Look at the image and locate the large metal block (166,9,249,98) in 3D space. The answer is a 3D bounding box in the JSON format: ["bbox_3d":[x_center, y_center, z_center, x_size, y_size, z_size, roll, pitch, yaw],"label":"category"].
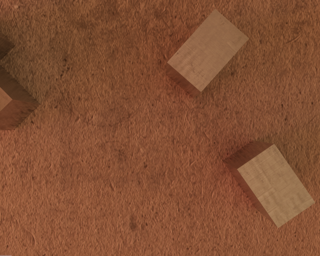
[{"bbox_3d":[0.053,-0.086,0.383,0.050,0.080,0.080,42,90,0],"label":"large metal block"}]

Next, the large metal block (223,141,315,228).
[{"bbox_3d":[0.129,0.064,0.383,0.050,0.080,0.080,-35,90,0],"label":"large metal block"}]

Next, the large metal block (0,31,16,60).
[{"bbox_3d":[-0.242,-0.101,0.380,0.050,0.080,0.080,45,90,0],"label":"large metal block"}]

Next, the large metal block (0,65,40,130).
[{"bbox_3d":[-0.209,-0.043,0.381,0.050,0.080,0.080,-45,90,0],"label":"large metal block"}]
